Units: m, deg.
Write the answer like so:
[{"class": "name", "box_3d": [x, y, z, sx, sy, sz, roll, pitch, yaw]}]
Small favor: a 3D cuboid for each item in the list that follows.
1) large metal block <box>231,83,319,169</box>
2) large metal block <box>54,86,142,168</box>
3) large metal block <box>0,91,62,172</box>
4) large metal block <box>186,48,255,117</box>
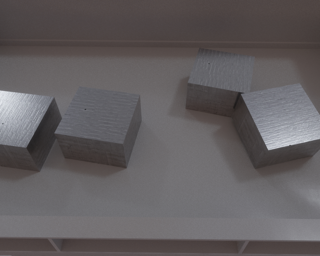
[{"class": "large metal block", "box_3d": [0.147, -0.003, 0.385, 0.081, 0.050, 0.080, -11, 59, -9]}, {"class": "large metal block", "box_3d": [-0.072, -0.002, 0.390, 0.080, 0.050, 0.080, 9, 51, 7]}, {"class": "large metal block", "box_3d": [-0.179, 0.002, 0.386, 0.080, 0.050, 0.080, 7, 50, 6]}, {"class": "large metal block", "box_3d": [0.086, -0.065, 0.444, 0.080, 0.050, 0.080, 12, 51, 10]}]
